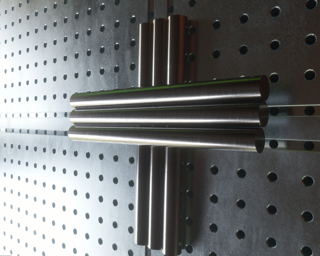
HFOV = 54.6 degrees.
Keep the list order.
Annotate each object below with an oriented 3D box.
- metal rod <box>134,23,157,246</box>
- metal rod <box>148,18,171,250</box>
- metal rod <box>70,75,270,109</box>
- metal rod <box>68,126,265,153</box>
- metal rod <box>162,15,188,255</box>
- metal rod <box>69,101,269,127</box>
[{"bbox_3d":[-0.019,0.009,0.426,0.025,0.025,0.298,2,92,40],"label":"metal rod"},{"bbox_3d":[0.000,0.009,0.411,0.025,0.025,0.298,2,92,40],"label":"metal rod"},{"bbox_3d":[-0.016,-0.040,0.391,0.300,0.025,0.025,1,91,40],"label":"metal rod"},{"bbox_3d":[-0.019,0.010,0.393,0.300,0.025,0.025,1,91,40],"label":"metal rod"},{"bbox_3d":[0.019,0.010,0.395,0.025,0.025,0.298,2,92,40],"label":"metal rod"},{"bbox_3d":[-0.016,-0.015,0.391,0.300,0.025,0.025,1,91,40],"label":"metal rod"}]
